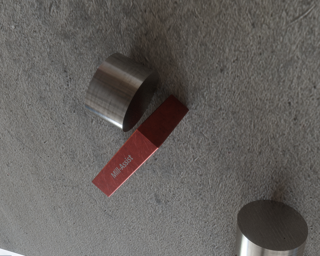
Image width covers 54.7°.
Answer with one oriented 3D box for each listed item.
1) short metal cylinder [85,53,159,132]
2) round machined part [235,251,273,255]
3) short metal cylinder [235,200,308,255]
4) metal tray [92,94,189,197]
[{"bbox_3d":[-0.044,-0.042,0.368,0.050,0.080,0.079,29,128,9],"label":"short metal cylinder"},{"bbox_3d":[0.151,0.235,0.462,0.098,0.042,0.097,13,124,21],"label":"round machined part"},{"bbox_3d":[0.136,0.135,0.384,0.080,0.080,0.050,9,122,23],"label":"short metal cylinder"},{"bbox_3d":[-0.026,0.023,0.392,0.030,0.090,0.129,42,129,-1],"label":"metal tray"}]
